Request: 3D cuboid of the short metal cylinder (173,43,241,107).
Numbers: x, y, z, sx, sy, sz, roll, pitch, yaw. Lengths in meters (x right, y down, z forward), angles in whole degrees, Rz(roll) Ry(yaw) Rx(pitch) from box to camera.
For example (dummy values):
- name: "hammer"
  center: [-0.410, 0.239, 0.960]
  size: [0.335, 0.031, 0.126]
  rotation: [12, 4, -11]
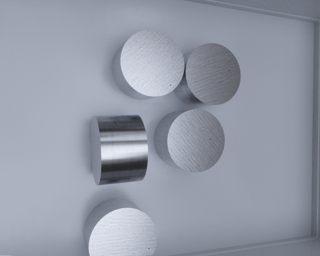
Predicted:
- name: "short metal cylinder"
  center: [0.061, -0.069, 0.421]
  size: [0.081, 0.050, 0.079]
  rotation: [0, 90, -21]

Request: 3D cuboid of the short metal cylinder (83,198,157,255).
- name: "short metal cylinder"
  center: [-0.050, 0.132, 0.380]
  size: [0.081, 0.050, 0.079]
  rotation: [0, 90, -21]

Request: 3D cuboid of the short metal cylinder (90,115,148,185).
- name: "short metal cylinder"
  center: [-0.051, 0.025, 0.363]
  size: [0.050, 0.080, 0.079]
  rotation: [-2, 91, -20]

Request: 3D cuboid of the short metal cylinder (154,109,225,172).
- name: "short metal cylinder"
  center: [0.038, 0.016, 0.413]
  size: [0.081, 0.050, 0.079]
  rotation: [0, 90, -21]

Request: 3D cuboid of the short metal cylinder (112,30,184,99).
- name: "short metal cylinder"
  center: [-0.016, -0.077, 0.392]
  size: [0.081, 0.050, 0.079]
  rotation: [0, 90, -21]
